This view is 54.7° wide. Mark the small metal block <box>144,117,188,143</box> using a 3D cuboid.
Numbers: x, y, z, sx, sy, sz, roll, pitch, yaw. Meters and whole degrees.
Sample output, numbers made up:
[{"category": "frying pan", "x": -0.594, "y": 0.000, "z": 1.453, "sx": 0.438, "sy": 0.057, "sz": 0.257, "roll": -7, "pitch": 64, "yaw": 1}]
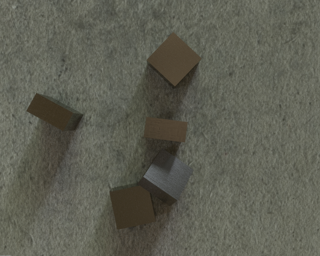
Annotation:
[{"category": "small metal block", "x": 0.007, "y": 0.002, "z": 0.398, "sx": 0.050, "sy": 0.050, "sz": 0.025, "roll": 7, "pitch": 90, "yaw": -1}]

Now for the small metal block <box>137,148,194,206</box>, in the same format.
[{"category": "small metal block", "x": 0.008, "y": 0.063, "z": 0.398, "sx": 0.050, "sy": 0.025, "sz": 0.050, "roll": 35, "pitch": 53, "yaw": 0}]

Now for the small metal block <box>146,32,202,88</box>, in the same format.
[{"category": "small metal block", "x": 0.018, "y": -0.089, "z": 0.410, "sx": 0.050, "sy": 0.025, "sz": 0.050, "roll": 43, "pitch": 90, "yaw": -1}]

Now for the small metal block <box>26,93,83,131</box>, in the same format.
[{"category": "small metal block", "x": -0.132, "y": -0.019, "z": 0.396, "sx": 0.050, "sy": 0.050, "sz": 0.025, "roll": 29, "pitch": 90, "yaw": -1}]

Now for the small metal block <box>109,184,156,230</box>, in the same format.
[{"category": "small metal block", "x": -0.035, "y": 0.101, "z": 0.410, "sx": 0.050, "sy": 0.025, "sz": 0.050, "roll": -12, "pitch": 90, "yaw": -1}]
